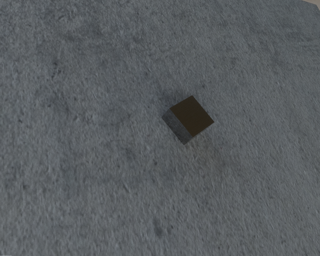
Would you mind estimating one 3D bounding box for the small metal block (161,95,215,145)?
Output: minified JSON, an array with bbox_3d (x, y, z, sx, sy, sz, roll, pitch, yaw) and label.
[{"bbox_3d":[0.039,-0.012,0.434,0.050,0.025,0.050,-32,80,-38],"label":"small metal block"}]
